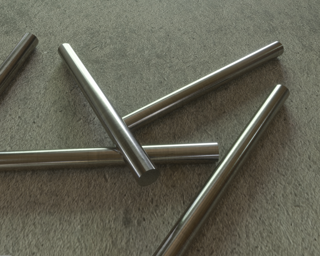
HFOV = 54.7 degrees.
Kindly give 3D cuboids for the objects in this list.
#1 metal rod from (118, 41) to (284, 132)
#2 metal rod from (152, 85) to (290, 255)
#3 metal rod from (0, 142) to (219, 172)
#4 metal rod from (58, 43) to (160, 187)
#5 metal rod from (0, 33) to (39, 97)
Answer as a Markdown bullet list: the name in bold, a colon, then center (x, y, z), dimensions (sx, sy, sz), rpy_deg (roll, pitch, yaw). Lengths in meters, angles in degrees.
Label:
- **metal rod**: center (0.072, -0.066, 0.458), dimensions (0.302, 0.025, 0.025), rpy_deg (-28, 56, -22)
- **metal rod**: center (0.086, 0.041, 0.368), dimensions (0.025, 0.025, 0.301), rpy_deg (29, 56, 22)
- **metal rod**: center (-0.081, 0.035, 0.372), dimensions (0.302, 0.025, 0.025), rpy_deg (-2, 50, -2)
- **metal rod**: center (-0.083, -0.038, 0.413), dimensions (0.025, 0.025, 0.300), rpy_deg (-23, 47, -18)
- **metal rod**: center (-0.244, -0.038, 0.433), dimensions (0.025, 0.025, 0.300), rpy_deg (7, 50, 6)
